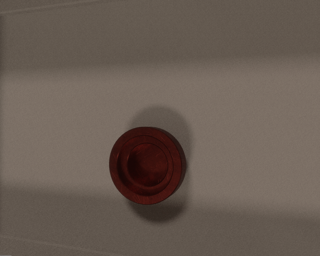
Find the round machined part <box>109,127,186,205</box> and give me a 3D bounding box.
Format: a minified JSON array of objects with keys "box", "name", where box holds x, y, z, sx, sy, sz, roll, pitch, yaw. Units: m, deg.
[{"box":[-0.013,0.047,0.405,0.098,0.042,0.097,0,90,19],"name":"round machined part"}]
